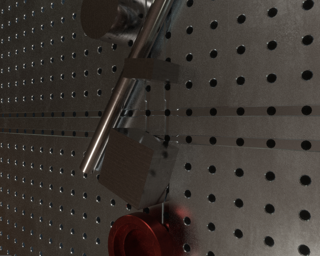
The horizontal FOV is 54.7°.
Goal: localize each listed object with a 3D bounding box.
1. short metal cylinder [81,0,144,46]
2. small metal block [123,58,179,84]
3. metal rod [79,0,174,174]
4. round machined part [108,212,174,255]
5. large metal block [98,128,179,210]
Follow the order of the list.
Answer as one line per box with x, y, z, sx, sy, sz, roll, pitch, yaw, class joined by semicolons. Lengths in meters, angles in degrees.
-0.070;-0.164;0.448;0.080;0.050;0.079;0;90;39;short metal cylinder
-0.011;-0.074;0.400;0.050;0.050;0.025;10;97;39;small metal block
-0.054;-0.056;0.451;0.025;0.025;0.298;42;115;32;metal rod
-0.021;0.161;0.414;0.098;0.042;0.097;0;90;39;round machined part
-0.030;0.050;0.416;0.080;0.050;0.079;25;105;37;large metal block
